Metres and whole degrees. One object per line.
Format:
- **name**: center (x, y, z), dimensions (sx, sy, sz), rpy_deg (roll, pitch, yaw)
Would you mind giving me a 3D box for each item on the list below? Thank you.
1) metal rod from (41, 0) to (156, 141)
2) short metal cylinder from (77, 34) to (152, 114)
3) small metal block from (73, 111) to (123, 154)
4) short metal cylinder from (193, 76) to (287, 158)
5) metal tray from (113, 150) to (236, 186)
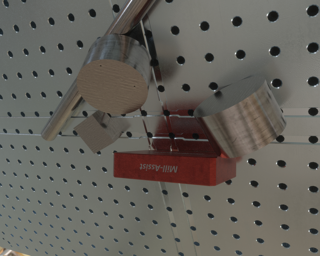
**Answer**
- **metal rod**: center (-0.100, -0.067, 0.422), dimensions (0.025, 0.025, 0.299), rpy_deg (45, 129, -3)
- **short metal cylinder**: center (-0.051, -0.062, 0.365), dimensions (0.080, 0.050, 0.080), rpy_deg (3, 137, 3)
- **small metal block**: center (-0.093, 0.005, 0.463), dimensions (0.050, 0.025, 0.050), rpy_deg (-29, 103, 37)
- **short metal cylinder**: center (0.082, -0.012, 0.325), dimensions (0.080, 0.080, 0.050), rpy_deg (-21, 107, 36)
- **metal tray**: center (0.019, 0.046, 0.385), dimensions (0.130, 0.090, 0.030), rpy_deg (0, 88, 28)
